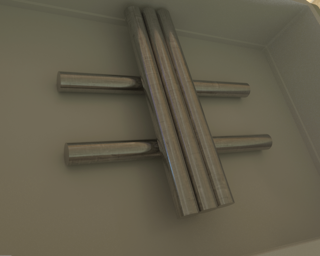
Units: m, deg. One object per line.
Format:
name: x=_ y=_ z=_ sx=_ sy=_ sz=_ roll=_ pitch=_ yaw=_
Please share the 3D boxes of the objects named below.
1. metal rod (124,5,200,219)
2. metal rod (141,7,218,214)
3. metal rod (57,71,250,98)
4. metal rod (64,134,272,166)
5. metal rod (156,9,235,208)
metal rod: x=-0.005 y=-0.038 z=0.391 sx=0.025 sy=0.025 sz=0.299 roll=-1 pitch=62 yaw=-29
metal rod: x=0.017 y=-0.040 z=0.404 sx=0.025 sy=0.025 sz=0.299 roll=-1 pitch=62 yaw=-29
metal rod: x=0.010 y=-0.060 z=0.446 sx=0.303 sy=0.025 sz=0.025 roll=-2 pitch=63 yaw=-29
metal rod: x=0.032 y=0.025 z=0.406 sx=0.303 sy=0.025 sz=0.025 roll=-1 pitch=63 yaw=-29
metal rod: x=0.038 y=-0.042 z=0.417 sx=0.025 sy=0.025 sz=0.299 roll=-1 pitch=62 yaw=-29
